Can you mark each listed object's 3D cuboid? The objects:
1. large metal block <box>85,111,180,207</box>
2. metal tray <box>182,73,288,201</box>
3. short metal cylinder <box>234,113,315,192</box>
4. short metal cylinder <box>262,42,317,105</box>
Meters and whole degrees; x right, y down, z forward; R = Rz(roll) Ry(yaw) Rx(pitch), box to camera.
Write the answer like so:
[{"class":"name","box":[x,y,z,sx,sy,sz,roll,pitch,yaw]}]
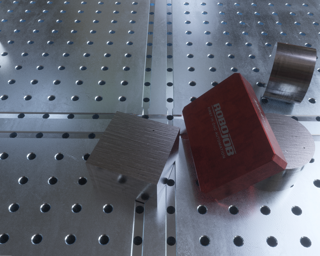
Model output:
[{"class":"large metal block","box":[-0.028,0.034,0.362,0.080,0.050,0.080,15,52,12]},{"class":"metal tray","box":[0.080,0.007,0.364,0.090,0.030,0.130,-34,45,27]},{"class":"short metal cylinder","box":[0.133,0.028,0.369,0.081,0.050,0.080,0,50,0]},{"class":"short metal cylinder","box":[0.180,-0.077,0.438,0.050,0.080,0.080,14,52,11]}]
